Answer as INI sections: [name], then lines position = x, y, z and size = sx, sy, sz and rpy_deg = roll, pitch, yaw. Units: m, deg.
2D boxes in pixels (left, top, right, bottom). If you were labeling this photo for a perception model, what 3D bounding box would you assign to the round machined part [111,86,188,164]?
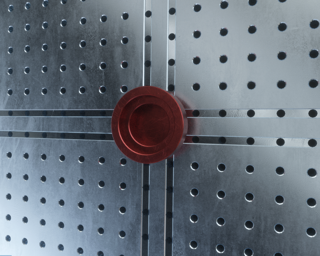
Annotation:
[round machined part]
position = -0.011, -0.004, 0.407
size = 0.098, 0.042, 0.097
rpy_deg = 0, 90, 20
